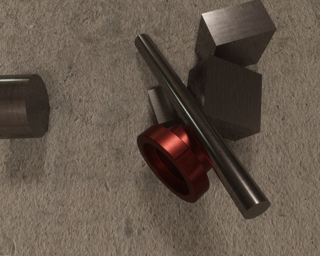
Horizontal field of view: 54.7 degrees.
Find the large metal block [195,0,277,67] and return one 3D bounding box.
[{"bbox_3d":[0.098,-0.120,0.424,0.081,0.080,0.050,-17,71,-7],"label":"large metal block"}]

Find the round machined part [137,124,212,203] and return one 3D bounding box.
[{"bbox_3d":[0.021,0.035,0.357,0.042,0.098,0.098,-39,75,-20],"label":"round machined part"}]

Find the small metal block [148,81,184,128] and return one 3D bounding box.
[{"bbox_3d":[0.015,-0.030,0.419,0.050,0.025,0.050,-16,71,-6],"label":"small metal block"}]

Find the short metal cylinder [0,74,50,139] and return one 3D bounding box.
[{"bbox_3d":[-0.177,-0.026,0.386,0.050,0.080,0.080,-2,70,-1],"label":"short metal cylinder"}]

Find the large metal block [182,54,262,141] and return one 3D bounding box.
[{"bbox_3d":[0.080,-0.036,0.394,0.081,0.050,0.080,16,69,-20],"label":"large metal block"}]

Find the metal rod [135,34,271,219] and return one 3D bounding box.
[{"bbox_3d":[0.027,-0.030,0.356,0.025,0.025,0.300,-21,47,-8],"label":"metal rod"}]
